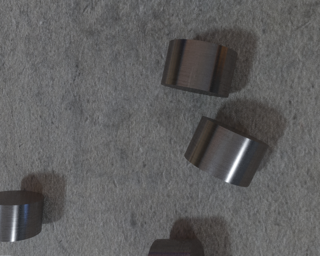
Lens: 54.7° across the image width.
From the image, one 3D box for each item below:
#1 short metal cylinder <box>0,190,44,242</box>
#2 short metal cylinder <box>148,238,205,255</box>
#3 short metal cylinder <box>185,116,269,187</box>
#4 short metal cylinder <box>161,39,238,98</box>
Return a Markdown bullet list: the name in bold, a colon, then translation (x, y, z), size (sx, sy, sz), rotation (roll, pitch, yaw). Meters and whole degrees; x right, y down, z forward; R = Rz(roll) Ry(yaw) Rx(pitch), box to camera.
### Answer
- **short metal cylinder**: translation (-0.215, 0.126, 0.453), size (0.080, 0.080, 0.050), rotation (6, 92, 19)
- **short metal cylinder**: translation (0.022, 0.175, 0.371), size (0.050, 0.080, 0.080), rotation (-8, 87, 19)
- **short metal cylinder**: translation (0.075, 0.025, 0.353), size (0.080, 0.080, 0.050), rotation (26, 99, 18)
- **short metal cylinder**: translation (0.045, -0.068, 0.363), size (0.080, 0.080, 0.050), rotation (13, 95, 19)
